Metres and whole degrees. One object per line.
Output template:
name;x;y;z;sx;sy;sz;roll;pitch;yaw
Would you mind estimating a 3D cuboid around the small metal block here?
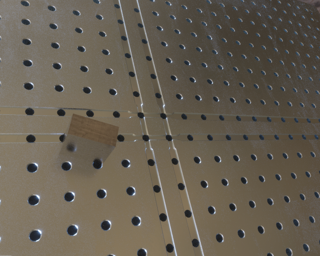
small metal block;-0.079;0.014;0.342;0.050;0.050;0.025;17;55;-19
